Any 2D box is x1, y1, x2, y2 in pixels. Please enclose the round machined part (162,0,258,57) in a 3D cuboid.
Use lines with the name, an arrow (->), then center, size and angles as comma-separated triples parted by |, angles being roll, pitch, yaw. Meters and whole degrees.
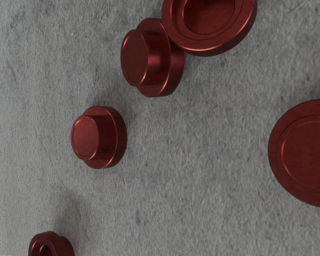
round machined part -> 0.055, -0.124, 0.336 | 0.098, 0.042, 0.097 | -3, 82, 24

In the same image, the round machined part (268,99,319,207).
round machined part -> 0.144, 0.023, 0.275 | 0.098, 0.042, 0.097 | 0, 90, 39

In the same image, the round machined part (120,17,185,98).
round machined part -> -0.016, -0.087, 0.387 | 0.098, 0.042, 0.097 | 17, 111, 54

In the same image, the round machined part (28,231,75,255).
round machined part -> -0.187, 0.231, 0.545 | 0.098, 0.042, 0.097 | 0, 90, 39

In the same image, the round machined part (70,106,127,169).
round machined part -> -0.100, 0.014, 0.473 | 0.098, 0.042, 0.097 | 0, 90, 39
